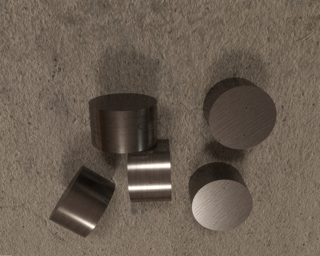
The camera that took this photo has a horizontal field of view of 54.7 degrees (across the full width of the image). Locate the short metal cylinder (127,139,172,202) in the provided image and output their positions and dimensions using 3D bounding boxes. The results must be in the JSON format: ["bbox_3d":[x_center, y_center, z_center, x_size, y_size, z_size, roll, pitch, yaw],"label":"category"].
[{"bbox_3d":[-0.012,0.055,0.401,0.050,0.080,0.079,-2,110,1],"label":"short metal cylinder"}]

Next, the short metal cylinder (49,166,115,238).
[{"bbox_3d":[-0.103,0.097,0.415,0.050,0.080,0.080,33,107,-12],"label":"short metal cylinder"}]

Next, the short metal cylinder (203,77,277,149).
[{"bbox_3d":[0.098,-0.020,0.391,0.081,0.050,0.079,0,110,-1],"label":"short metal cylinder"}]

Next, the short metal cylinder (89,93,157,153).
[{"bbox_3d":[-0.044,-0.009,0.377,0.081,0.080,0.050,0,110,-1],"label":"short metal cylinder"}]

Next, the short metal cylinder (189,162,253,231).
[{"bbox_3d":[0.082,0.095,0.433,0.081,0.050,0.079,0,110,-1],"label":"short metal cylinder"}]
